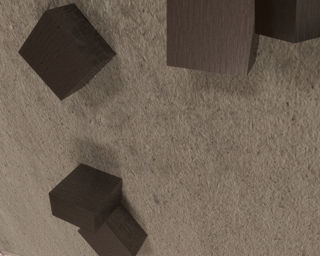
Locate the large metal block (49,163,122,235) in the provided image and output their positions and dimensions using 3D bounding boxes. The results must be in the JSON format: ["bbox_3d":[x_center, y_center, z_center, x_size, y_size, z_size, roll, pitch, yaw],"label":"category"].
[{"bbox_3d":[-0.117,0.111,0.499,0.080,0.080,0.050,18,125,18],"label":"large metal block"}]

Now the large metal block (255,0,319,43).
[{"bbox_3d":[0.120,-0.115,0.230,0.081,0.050,0.079,-16,118,-12],"label":"large metal block"}]

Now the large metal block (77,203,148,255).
[{"bbox_3d":[-0.083,0.186,0.548,0.080,0.050,0.080,-28,103,37],"label":"large metal block"}]

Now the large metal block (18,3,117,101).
[{"bbox_3d":[-0.117,-0.095,0.392,0.080,0.050,0.080,-33,100,38],"label":"large metal block"}]

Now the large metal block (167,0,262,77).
[{"bbox_3d":[0.053,-0.101,0.299,0.080,0.050,0.079,13,124,21],"label":"large metal block"}]
